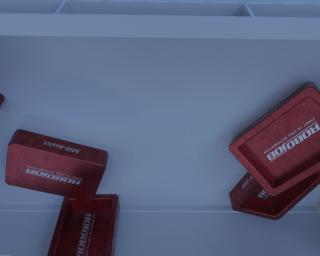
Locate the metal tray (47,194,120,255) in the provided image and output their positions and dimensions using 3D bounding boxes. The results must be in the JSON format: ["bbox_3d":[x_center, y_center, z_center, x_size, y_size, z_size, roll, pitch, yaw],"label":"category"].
[{"bbox_3d":[-0.114,0.164,0.478,0.091,0.130,0.030,0,130,0],"label":"metal tray"}]

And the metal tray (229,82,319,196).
[{"bbox_3d":[0.166,0.017,0.393,0.090,0.030,0.129,48,120,3],"label":"metal tray"}]

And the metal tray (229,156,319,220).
[{"bbox_3d":[0.180,0.089,0.482,0.091,0.030,0.129,17,128,-14],"label":"metal tray"}]

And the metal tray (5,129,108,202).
[{"bbox_3d":[-0.151,0.058,0.454,0.131,0.030,0.089,16,128,-14],"label":"metal tray"}]

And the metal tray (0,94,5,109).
[{"bbox_3d":[-0.239,-0.008,0.331,0.090,0.130,0.030,28,125,-22],"label":"metal tray"}]
